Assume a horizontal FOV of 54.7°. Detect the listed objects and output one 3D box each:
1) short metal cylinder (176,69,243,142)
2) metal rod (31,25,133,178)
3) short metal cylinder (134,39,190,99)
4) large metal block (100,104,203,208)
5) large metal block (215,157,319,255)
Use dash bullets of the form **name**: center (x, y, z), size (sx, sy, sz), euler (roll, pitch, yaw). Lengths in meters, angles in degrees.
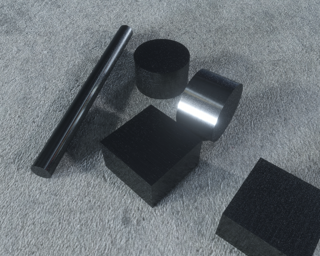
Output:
- **short metal cylinder**: center (0.063, -0.029, 0.392), size (0.050, 0.080, 0.080), euler (28, 55, 21)
- **metal rod**: center (-0.099, -0.059, 0.452), size (0.025, 0.025, 0.300), euler (12, 51, 9)
- **short metal cylinder**: center (0.003, -0.088, 0.461), size (0.081, 0.050, 0.080), euler (0, 50, 0)
- **large metal block**: center (-0.010, 0.030, 0.362), size (0.080, 0.050, 0.080), euler (36, 59, 26)
- **large metal block**: center (0.115, 0.090, 0.312), size (0.080, 0.050, 0.080), euler (30, 56, 23)
